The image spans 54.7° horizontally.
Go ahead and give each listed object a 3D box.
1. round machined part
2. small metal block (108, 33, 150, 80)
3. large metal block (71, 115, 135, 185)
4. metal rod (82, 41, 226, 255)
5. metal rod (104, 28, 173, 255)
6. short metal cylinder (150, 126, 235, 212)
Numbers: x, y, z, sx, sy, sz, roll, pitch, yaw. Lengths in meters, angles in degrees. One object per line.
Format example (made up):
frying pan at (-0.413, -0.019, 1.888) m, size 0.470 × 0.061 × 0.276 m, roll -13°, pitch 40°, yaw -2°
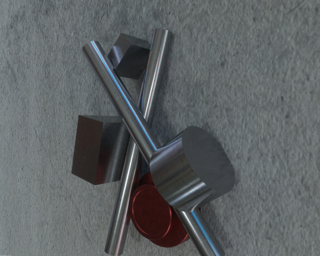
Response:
round machined part at (0.000, 0.103, 0.395) m, size 0.098 × 0.042 × 0.097 m, roll 0°, pitch 90°, yaw 39°
small metal block at (-0.041, -0.096, 0.421) m, size 0.050 × 0.050 × 0.025 m, roll -52°, pitch 60°, yaw 27°
large metal block at (-0.068, 0.027, 0.424) m, size 0.050 × 0.081 × 0.079 m, roll 15°, pitch 100°, yaw 39°
metal rod at (-0.015, 0.019, 0.372) m, size 0.025 × 0.025 × 0.299 m, roll -39°, pitch 75°, yaw 33°
metal rod at (-0.029, 0.020, 0.408) m, size 0.025 × 0.025 × 0.298 m, roll 15°, pitch 93°, yaw 38°
short metal cylinder at (0.036, 0.045, 0.340) m, size 0.050 × 0.081 × 0.080 m, roll -39°, pitch 67°, yaw 33°
